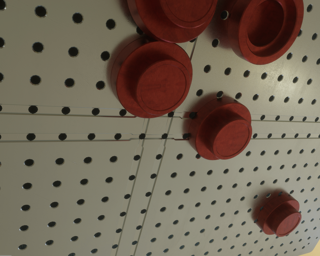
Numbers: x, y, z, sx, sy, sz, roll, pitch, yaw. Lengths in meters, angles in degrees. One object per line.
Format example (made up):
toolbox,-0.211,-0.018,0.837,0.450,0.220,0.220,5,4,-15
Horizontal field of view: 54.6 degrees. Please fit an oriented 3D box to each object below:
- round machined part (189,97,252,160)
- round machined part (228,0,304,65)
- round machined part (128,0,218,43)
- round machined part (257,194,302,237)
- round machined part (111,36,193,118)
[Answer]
round machined part,0.095,0.008,0.456,0.099,0.042,0.097,-14,124,-21
round machined part,0.125,-0.132,0.386,0.099,0.042,0.097,-14,124,-21
round machined part,0.020,-0.136,0.313,0.099,0.042,0.097,-9,110,-26
round machined part,0.259,0.192,0.659,0.099,0.042,0.097,-14,124,-21
round machined part,-0.004,-0.054,0.364,0.099,0.042,0.097,-14,124,-21
